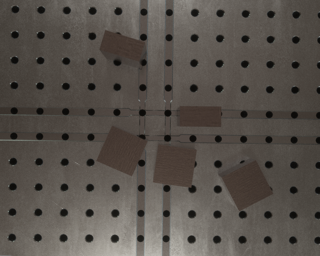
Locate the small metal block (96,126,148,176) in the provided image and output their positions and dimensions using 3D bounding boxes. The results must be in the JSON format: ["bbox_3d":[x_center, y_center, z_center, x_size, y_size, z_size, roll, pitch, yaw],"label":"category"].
[{"bbox_3d":[-0.049,0.030,0.413,0.050,0.025,0.050,24,90,-1],"label":"small metal block"}]

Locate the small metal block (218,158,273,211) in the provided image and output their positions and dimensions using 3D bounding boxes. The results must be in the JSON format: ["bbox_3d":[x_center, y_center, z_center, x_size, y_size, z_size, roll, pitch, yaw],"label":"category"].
[{"bbox_3d":[0.114,0.075,0.415,0.050,0.025,0.050,-27,90,-1],"label":"small metal block"}]

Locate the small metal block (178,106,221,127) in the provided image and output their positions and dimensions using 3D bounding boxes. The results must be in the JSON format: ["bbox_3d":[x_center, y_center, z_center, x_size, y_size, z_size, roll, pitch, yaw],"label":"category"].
[{"bbox_3d":[0.049,-0.014,0.402,0.050,0.050,0.025,1,90,-1],"label":"small metal block"}]

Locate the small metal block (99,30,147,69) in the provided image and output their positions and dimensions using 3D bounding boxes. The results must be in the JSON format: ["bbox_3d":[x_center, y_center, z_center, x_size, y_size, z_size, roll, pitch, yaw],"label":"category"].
[{"bbox_3d":[-0.046,-0.100,0.400,0.050,0.050,0.025,17,90,-1],"label":"small metal block"}]

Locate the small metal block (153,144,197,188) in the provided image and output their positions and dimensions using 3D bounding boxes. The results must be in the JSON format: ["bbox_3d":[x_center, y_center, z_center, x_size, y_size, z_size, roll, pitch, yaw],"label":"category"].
[{"bbox_3d":[0.019,0.049,0.414,0.050,0.025,0.050,8,90,-1],"label":"small metal block"}]
